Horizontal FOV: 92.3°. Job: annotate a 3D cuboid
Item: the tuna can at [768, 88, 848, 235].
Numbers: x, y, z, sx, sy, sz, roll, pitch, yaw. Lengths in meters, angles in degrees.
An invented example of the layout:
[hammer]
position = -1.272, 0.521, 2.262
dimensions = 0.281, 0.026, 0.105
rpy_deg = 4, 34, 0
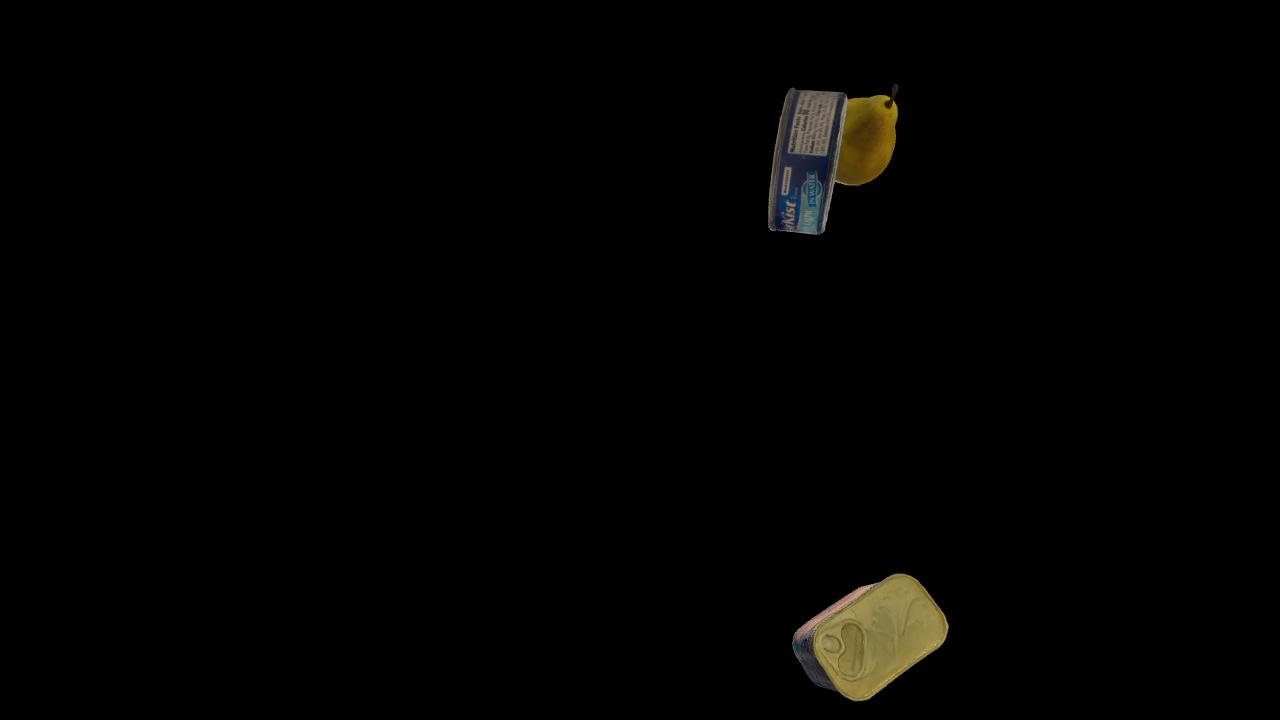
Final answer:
[tuna can]
position = 0.102, -0.119, 0.375
dimensions = 0.034, 0.084, 0.084
rpy_deg = 11, 3, 16

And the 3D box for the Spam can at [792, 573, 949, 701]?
[Spam can]
position = 0.179, 0.221, 0.494
dimensions = 0.101, 0.058, 0.085
rpy_deg = -28, -22, -11

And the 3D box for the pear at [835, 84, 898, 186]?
[pear]
position = 0.204, -0.204, 0.554
dimensions = 0.080, 0.080, 0.111
rpy_deg = 0, 2, -7
